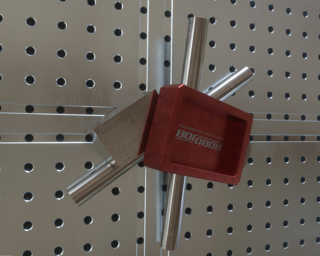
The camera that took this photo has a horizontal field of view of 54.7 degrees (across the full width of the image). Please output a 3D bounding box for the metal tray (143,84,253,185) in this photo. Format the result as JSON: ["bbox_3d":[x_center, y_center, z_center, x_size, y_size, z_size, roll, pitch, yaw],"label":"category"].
[{"bbox_3d":[0.049,0.012,0.354,0.131,0.030,0.090,17,84,-38],"label":"metal tray"}]

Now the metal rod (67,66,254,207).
[{"bbox_3d":[0.012,0.002,0.419,0.301,0.025,0.025,-35,102,-17],"label":"metal rod"}]

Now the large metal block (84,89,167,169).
[{"bbox_3d":[-0.038,0.000,0.370,0.080,0.080,0.050,-36,102,-17],"label":"large metal block"}]

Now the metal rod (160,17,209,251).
[{"bbox_3d":[0.030,0.013,0.401,0.025,0.025,0.298,4,98,-20],"label":"metal rod"}]

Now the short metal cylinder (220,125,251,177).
[{"bbox_3d":[0.076,0.026,0.428,0.081,0.050,0.079,0,90,-21],"label":"short metal cylinder"}]
